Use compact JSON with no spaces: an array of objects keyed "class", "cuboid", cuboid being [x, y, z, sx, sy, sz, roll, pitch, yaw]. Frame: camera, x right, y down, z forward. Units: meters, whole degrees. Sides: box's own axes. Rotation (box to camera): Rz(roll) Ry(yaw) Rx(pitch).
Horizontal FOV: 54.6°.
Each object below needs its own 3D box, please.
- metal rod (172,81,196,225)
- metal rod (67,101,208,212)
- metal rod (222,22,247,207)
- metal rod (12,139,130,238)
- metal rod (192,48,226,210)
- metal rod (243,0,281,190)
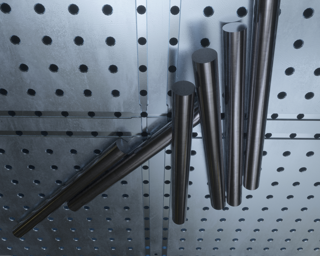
[{"class":"metal rod","cuboid":[0.029,0.058,0.437,0.025,0.025,0.299,-1,138,1]},{"class":"metal rod","cuboid":[-0.039,0.047,0.450,0.025,0.025,0.299,37,121,-27]},{"class":"metal rod","cuboid":[0.100,0.007,0.418,0.025,0.025,0.299,-7,130,5]},{"class":"metal rod","cuboid":[-0.155,0.107,0.501,0.025,0.025,0.299,36,121,-27]},{"class":"metal rod","cuboid":[0.071,0.028,0.411,0.025,0.025,0.299,-8,137,7]},{"class":"metal rod","cuboid":[0.123,-0.025,0.391,0.025,0.025,0.299,-6,130,5]}]
